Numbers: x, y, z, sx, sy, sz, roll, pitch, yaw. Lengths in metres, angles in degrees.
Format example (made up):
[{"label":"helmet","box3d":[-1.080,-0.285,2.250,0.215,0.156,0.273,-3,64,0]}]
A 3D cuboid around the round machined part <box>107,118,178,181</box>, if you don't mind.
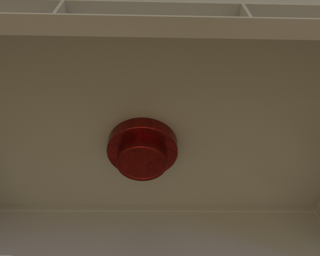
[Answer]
[{"label":"round machined part","box3d":[-0.024,0.036,0.429,0.099,0.042,0.097,-1,130,0]}]
